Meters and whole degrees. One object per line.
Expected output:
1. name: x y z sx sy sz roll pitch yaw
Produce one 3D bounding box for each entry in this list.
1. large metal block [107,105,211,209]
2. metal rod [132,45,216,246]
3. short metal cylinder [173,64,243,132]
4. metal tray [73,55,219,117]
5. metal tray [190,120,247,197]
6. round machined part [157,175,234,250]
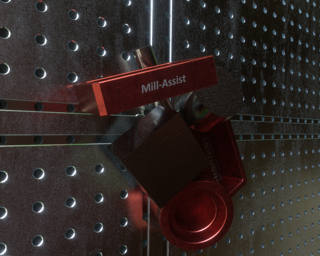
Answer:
1. large metal block: -0.001 0.032 0.364 0.080 0.050 0.080 -40 117 -13
2. metal rod: 0.026 0.035 0.426 0.025 0.025 0.298 -32 110 -36
3. short metal cylinder: 0.066 -0.041 0.424 0.081 0.050 0.080 12 62 -23
4. metal tray: -0.016 -0.047 0.330 0.131 0.090 0.030 -18 104 -24
5. metal tray: 0.082 0.048 0.470 0.091 0.030 0.129 -32 110 -36
6. round machined part: 0.044 0.108 0.413 0.099 0.042 0.097 -3 104 -10
